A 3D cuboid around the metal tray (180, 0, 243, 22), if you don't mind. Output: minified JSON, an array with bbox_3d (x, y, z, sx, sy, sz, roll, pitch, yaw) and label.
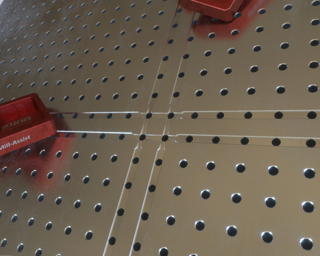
[{"bbox_3d":[0.096,-0.236,0.473,0.090,0.030,0.130,28,85,23],"label":"metal tray"}]

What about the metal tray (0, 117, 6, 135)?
[{"bbox_3d":[-0.318,0.015,0.507,0.130,0.090,0.030,-29,28,19],"label":"metal tray"}]

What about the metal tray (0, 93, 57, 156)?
[{"bbox_3d":[-0.245,-0.003,0.494,0.131,0.030,0.090,-24,47,-24],"label":"metal tray"}]
